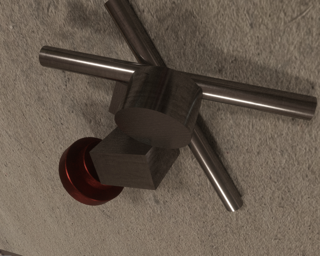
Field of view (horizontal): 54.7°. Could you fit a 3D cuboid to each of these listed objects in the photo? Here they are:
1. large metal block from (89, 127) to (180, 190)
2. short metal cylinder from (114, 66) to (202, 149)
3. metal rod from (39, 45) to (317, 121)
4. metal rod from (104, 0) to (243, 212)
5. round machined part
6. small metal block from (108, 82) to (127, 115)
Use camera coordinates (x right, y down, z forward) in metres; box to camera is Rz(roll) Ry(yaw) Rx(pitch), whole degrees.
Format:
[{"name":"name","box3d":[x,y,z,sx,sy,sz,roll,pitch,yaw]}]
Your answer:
[{"name":"large metal block","box3d":[-0.030,0.033,0.406,0.080,0.080,0.050,0,119,27]},{"name":"short metal cylinder","box3d":[-0.001,-0.019,0.323,0.080,0.050,0.080,14,153,8]},{"name":"metal rod","box3d":[0.010,-0.052,0.339,0.301,0.025,0.025,13,124,10]},{"name":"metal rod","box3d":[0.024,-0.019,0.380,0.025,0.025,0.299,-21,107,35]},{"name":"round machined part","box3d":[-0.088,0.056,0.439,0.098,0.098,0.042,49,129,-7]},{"name":"small metal block","box3d":[-0.034,-0.034,0.402,0.050,0.025,0.050,29,128,9]}]
